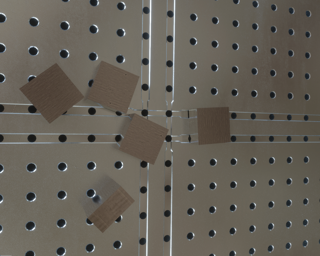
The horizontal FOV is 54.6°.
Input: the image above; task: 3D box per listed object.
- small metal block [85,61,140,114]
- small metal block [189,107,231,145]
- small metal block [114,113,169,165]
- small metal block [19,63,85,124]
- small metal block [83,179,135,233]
[{"bbox_3d":[-0.060,-0.050,0.390,0.050,0.025,0.050,21,83,-19],"label":"small metal block"},{"bbox_3d":[0.070,-0.003,0.438,0.050,0.025,0.050,-4,91,-20],"label":"small metal block"},{"bbox_3d":[-0.024,0.014,0.404,0.050,0.025,0.050,26,81,-18],"label":"small metal block"},{"bbox_3d":[-0.127,-0.040,0.366,0.050,0.025,0.050,-41,103,-15],"label":"small metal block"},{"bbox_3d":[-0.063,0.092,0.376,0.050,0.050,0.025,-43,104,-15],"label":"small metal block"}]
